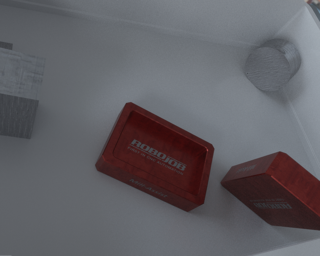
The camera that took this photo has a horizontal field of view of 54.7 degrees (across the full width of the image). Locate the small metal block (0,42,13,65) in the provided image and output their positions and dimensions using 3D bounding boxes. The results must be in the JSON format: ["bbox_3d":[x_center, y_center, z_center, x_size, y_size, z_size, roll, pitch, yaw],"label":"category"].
[{"bbox_3d":[-0.192,-0.073,0.340,0.050,0.025,0.050,6,47,-26],"label":"small metal block"}]

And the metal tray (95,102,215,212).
[{"bbox_3d":[-0.001,0.035,0.381,0.131,0.030,0.090,27,52,-12],"label":"metal tray"}]

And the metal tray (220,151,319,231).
[{"bbox_3d":[0.135,0.077,0.363,0.090,0.130,0.030,40,72,1],"label":"metal tray"}]

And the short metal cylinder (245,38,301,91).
[{"bbox_3d":[0.200,-0.112,0.549,0.080,0.080,0.050,48,51,5],"label":"short metal cylinder"}]

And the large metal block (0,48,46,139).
[{"bbox_3d":[-0.163,-0.034,0.304,0.081,0.080,0.050,10,58,-23],"label":"large metal block"}]
